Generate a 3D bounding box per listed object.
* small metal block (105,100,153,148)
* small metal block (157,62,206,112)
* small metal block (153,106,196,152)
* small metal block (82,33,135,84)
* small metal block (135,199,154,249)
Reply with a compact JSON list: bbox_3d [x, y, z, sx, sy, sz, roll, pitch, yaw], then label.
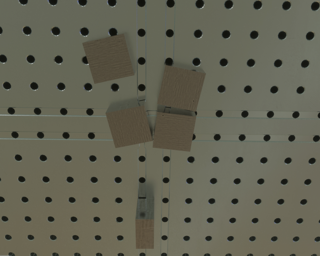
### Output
[{"bbox_3d":[-0.039,-0.005,0.411,0.050,0.025,0.050,-11,110,3],"label":"small metal block"},{"bbox_3d":[0.026,-0.053,0.394,0.050,0.025,0.050,11,110,-5],"label":"small metal block"},{"bbox_3d":[0.018,0.001,0.414,0.050,0.025,0.050,7,110,-3],"label":"small metal block"},{"bbox_3d":[-0.061,-0.086,0.381,0.050,0.025,0.050,-12,110,4],"label":"small metal block"},{"bbox_3d":[-0.021,0.138,0.451,0.025,0.050,0.050,0,110,-1],"label":"small metal block"}]
